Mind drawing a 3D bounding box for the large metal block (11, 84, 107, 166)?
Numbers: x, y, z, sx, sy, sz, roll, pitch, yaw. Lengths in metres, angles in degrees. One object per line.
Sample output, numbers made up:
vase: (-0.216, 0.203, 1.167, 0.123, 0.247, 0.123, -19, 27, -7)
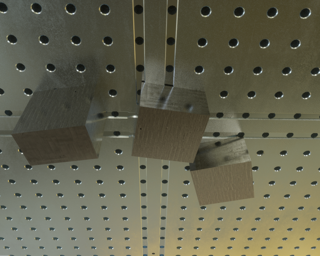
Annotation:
large metal block: (-0.114, -0.005, 0.369, 0.080, 0.080, 0.050, -7, 130, 5)

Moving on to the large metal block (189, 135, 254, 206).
large metal block: (0.089, 0.063, 0.451, 0.080, 0.050, 0.080, -11, 130, 8)

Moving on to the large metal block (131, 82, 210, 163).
large metal block: (0.010, -0.005, 0.391, 0.081, 0.050, 0.079, 7, 130, -7)
